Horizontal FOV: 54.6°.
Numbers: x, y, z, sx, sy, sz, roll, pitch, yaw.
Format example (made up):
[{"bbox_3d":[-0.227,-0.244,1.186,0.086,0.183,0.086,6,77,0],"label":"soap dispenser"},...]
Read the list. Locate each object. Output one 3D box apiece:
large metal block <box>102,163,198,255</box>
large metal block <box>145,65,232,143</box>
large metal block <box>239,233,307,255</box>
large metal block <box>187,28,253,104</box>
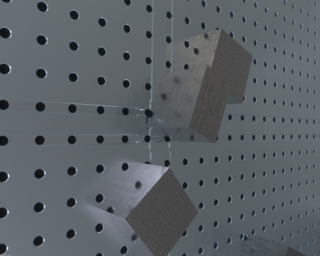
[{"bbox_3d":[-0.010,0.103,0.384,0.080,0.050,0.080,-46,118,-30],"label":"large metal block"},{"bbox_3d":[0.036,-0.028,0.402,0.050,0.080,0.080,28,72,-37],"label":"large metal block"},{"bbox_3d":[0.196,0.227,0.537,0.080,0.080,0.050,33,70,-35],"label":"large metal block"},{"bbox_3d":[0.088,-0.088,0.465,0.080,0.050,0.080,25,74,-37],"label":"large metal block"}]
